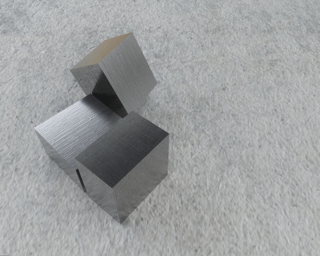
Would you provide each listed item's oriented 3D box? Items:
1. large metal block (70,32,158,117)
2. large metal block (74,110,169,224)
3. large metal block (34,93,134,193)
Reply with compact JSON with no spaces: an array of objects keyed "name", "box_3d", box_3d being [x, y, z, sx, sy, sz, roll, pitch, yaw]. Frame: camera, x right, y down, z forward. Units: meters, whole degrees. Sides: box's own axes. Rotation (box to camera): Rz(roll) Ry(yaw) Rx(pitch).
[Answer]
[{"name":"large metal block","box_3d":[-0.057,-0.068,0.411,0.050,0.080,0.080,-3,38,36]},{"name":"large metal block","box_3d":[-0.036,0.042,0.331,0.050,0.080,0.080,33,57,24]},{"name":"large metal block","box_3d":[-0.087,0.016,0.373,0.080,0.050,0.080,37,59,26]}]
